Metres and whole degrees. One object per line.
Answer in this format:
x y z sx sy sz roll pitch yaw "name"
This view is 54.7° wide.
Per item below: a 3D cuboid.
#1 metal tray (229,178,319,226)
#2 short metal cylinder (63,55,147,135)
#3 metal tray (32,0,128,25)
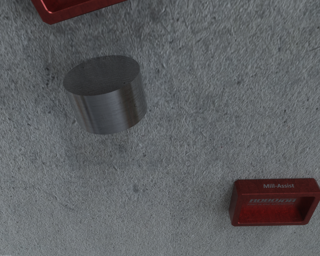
0.186 0.124 0.512 0.131 0.030 0.089 -1 130 0 "metal tray"
-0.057 -0.038 0.338 0.080 0.080 0.050 -6 130 4 "short metal cylinder"
-0.062 -0.154 0.271 0.131 0.030 0.090 -13 129 10 "metal tray"
